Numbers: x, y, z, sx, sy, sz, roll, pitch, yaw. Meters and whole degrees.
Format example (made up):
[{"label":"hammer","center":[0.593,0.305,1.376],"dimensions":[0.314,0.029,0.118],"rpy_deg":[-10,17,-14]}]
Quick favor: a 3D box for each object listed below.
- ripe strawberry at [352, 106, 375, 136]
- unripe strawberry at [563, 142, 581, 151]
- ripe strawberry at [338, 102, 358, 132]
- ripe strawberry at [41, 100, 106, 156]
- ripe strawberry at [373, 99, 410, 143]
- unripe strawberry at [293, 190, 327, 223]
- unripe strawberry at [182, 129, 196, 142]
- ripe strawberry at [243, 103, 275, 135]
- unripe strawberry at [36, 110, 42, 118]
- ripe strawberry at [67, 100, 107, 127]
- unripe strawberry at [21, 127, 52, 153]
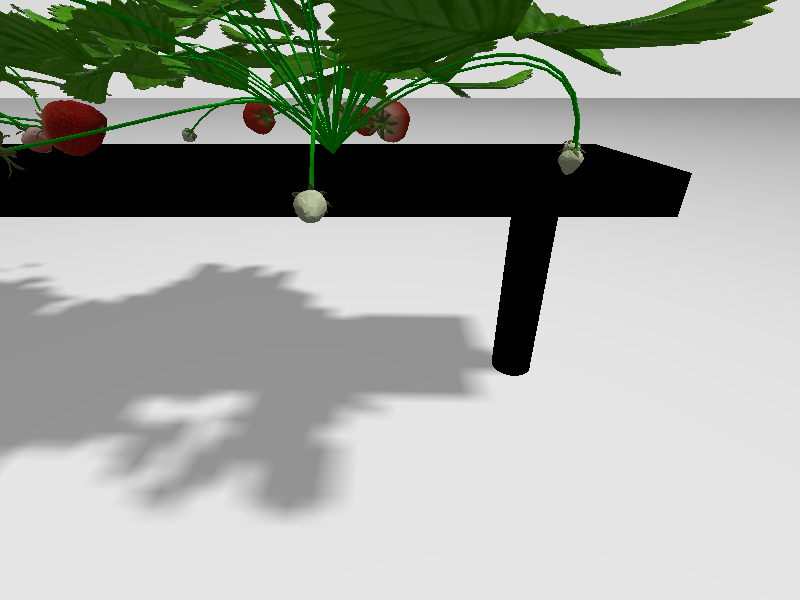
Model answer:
[{"label":"ripe strawberry","center":[-0.038,-0.201,0.450],"dimensions":[0.029,0.031,0.031],"rpy_deg":[3,28,6]},{"label":"unripe strawberry","center":[0.118,-0.103,0.275],"dimensions":[0.011,0.011,0.011],"rpy_deg":[9,29,16]},{"label":"ripe strawberry","center":[-0.062,-0.223,0.489],"dimensions":[0.032,0.034,0.035],"rpy_deg":[-1,28,-2]},{"label":"ripe strawberry","center":[-0.260,-0.138,0.324],"dimensions":[0.042,0.041,0.039],"rpy_deg":[0,28,0]},{"label":"ripe strawberry","center":[-0.006,-0.179,0.400],"dimensions":[0.037,0.039,0.041],"rpy_deg":[15,31,26]},{"label":"unripe strawberry","center":[-0.036,-0.036,0.159],"dimensions":[0.013,0.014,0.014],"rpy_deg":[-3,40,-5]},{"label":"unripe strawberry","center":[-0.208,-0.161,0.392],"dimensions":[0.013,0.013,0.012],"rpy_deg":[-22,13,35]},{"label":"ripe strawberry","center":[-0.166,-0.214,0.468],"dimensions":[0.035,0.037,0.038],"rpy_deg":[-18,32,-30]},{"label":"unripe strawberry","center":[-0.479,-0.248,0.535],"dimensions":[0.011,0.010,0.010],"rpy_deg":[3,28,5]},{"label":"ripe strawberry","center":[-0.303,-0.171,0.384],"dimensions":[0.035,0.037,0.033],"rpy_deg":[-9,29,-17]},{"label":"unripe strawberry","center":[-0.291,-0.127,0.322],"dimensions":[0.020,0.019,0.018],"rpy_deg":[-27,24,15]}]
